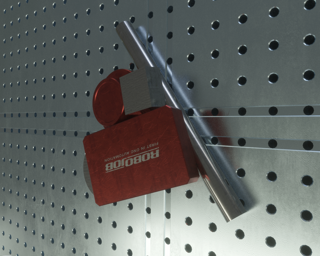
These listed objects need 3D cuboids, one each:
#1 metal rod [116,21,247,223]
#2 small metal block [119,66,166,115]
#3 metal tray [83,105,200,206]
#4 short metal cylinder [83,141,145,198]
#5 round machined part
[{"bbox_3d":[0.016,-0.024,0.392,0.025,0.025,0.299,-43,64,31],"label":"metal rod"},{"bbox_3d":[-0.022,-0.046,0.392,0.050,0.025,0.050,-14,84,44],"label":"small metal block"},{"bbox_3d":[-0.027,0.036,0.373,0.130,0.030,0.090,-20,78,25],"label":"metal tray"},{"bbox_3d":[-0.064,0.057,0.440,0.080,0.050,0.079,0,90,40],"label":"short metal cylinder"},{"bbox_3d":[-0.059,-0.036,0.440,0.098,0.042,0.097,0,90,41],"label":"round machined part"}]
